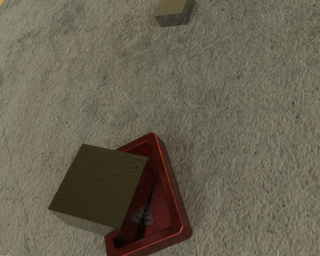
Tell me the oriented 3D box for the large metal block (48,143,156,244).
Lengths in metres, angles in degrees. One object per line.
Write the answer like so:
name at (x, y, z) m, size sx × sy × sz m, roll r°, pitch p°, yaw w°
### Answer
large metal block at (-0.059, 0.070, 0.340) m, size 0.080 × 0.050 × 0.080 m, roll 10°, pitch 57°, yaw 17°

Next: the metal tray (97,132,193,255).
metal tray at (-0.025, 0.079, 0.365) m, size 0.090 × 0.030 × 0.130 m, roll -26°, pitch 53°, yaw 11°

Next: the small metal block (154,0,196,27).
small metal block at (0.025, -0.196, 0.511) m, size 0.050 × 0.025 × 0.050 m, roll 5°, pitch 64°, yaw 30°
